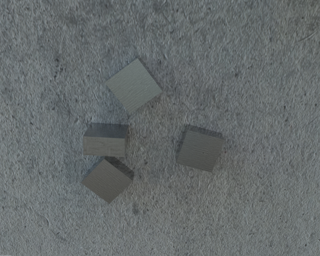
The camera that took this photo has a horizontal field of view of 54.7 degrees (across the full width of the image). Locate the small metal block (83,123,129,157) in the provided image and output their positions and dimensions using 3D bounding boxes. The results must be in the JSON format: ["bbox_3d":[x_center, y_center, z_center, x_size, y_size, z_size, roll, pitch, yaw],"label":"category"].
[{"bbox_3d":[-0.068,0.014,0.401,0.050,0.050,0.025,3,110,-1],"label":"small metal block"}]

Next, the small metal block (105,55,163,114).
[{"bbox_3d":[-0.032,-0.054,0.389,0.050,0.025,0.050,-35,107,11],"label":"small metal block"}]

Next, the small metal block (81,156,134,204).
[{"bbox_3d":[-0.073,0.069,0.435,0.050,0.025,0.050,41,105,-14],"label":"small metal block"}]

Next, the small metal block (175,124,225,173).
[{"bbox_3d":[0.053,0.027,0.420,0.050,0.025,0.050,15,109,-6],"label":"small metal block"}]
